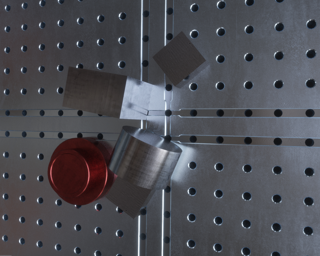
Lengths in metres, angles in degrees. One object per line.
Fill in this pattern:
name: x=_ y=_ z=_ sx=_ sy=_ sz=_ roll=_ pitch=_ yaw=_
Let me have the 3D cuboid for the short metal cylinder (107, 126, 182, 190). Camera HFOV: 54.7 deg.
short metal cylinder: x=-0.019 y=0.036 z=0.389 sx=0.080 sy=0.080 sz=0.050 roll=25 pitch=98 yaw=18

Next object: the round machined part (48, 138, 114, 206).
round machined part: x=-0.120 y=0.063 z=0.444 sx=0.098 sy=0.042 sz=0.097 roll=0 pitch=90 yaw=19

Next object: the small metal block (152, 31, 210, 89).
small metal block: x=0.028 y=-0.087 z=0.402 sx=0.050 sy=0.025 sz=0.050 roll=-39 pitch=78 yaw=15

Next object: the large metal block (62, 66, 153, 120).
large metal block: x=-0.065 y=-0.043 z=0.405 sx=0.080 sy=0.080 sz=0.050 roll=12 pitch=94 yaw=19

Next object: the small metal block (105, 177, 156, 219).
small metal block: x=-0.038 y=0.087 z=0.425 sx=0.050 sy=0.025 sz=0.050 roll=33 pitch=100 yaw=16
